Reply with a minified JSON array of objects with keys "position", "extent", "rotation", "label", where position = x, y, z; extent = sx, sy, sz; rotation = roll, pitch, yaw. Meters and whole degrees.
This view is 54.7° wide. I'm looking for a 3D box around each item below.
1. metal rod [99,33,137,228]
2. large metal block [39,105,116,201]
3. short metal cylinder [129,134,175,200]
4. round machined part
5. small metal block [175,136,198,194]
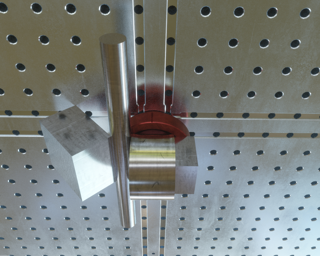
[{"position":[-0.046,0.031,0.383],"extent":[0.025,0.025,0.298],"rotation":[0,130,-1],"label":"metal rod"},{"position":[-0.103,0.031,0.392],"extent":[0.050,0.080,0.079],"rotation":[-29,139,-31],"label":"large metal block"},{"position":[-0.009,0.047,0.376],"extent":[0.050,0.080,0.079],"rotation":[1,130,-1],"label":"short metal cylinder"},{"position":[-0.009,0.016,0.413],"extent":[0.099,0.042,0.097],"rotation":[-1,130,0],"label":"round machined part"},{"position":[0.029,0.045,0.379],"extent":[0.025,0.050,0.050],"rotation":[1,130,-1],"label":"small metal block"}]
